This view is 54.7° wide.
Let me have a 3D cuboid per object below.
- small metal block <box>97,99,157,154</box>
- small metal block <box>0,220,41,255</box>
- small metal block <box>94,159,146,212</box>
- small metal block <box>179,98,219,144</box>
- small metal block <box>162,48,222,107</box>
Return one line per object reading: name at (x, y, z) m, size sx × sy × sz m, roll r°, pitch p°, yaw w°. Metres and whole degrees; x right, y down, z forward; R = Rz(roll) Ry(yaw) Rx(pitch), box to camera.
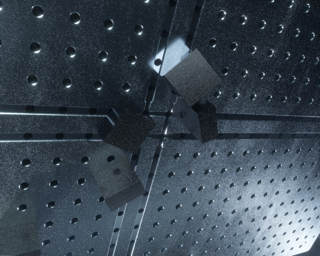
small metal block at (-0.041, -0.001, 0.390) m, size 0.050 × 0.025 × 0.050 m, roll 28°, pitch 103°, yaw -38°
small metal block at (-0.180, 0.148, 0.389) m, size 0.050 × 0.050 × 0.025 m, roll -6°, pitch 121°, yaw -26°
small metal block at (-0.054, 0.075, 0.413) m, size 0.050 × 0.050 × 0.025 m, roll -26°, pitch 128°, yaw -12°
small metal block at (0.052, -0.015, 0.416) m, size 0.025 × 0.050 × 0.050 m, roll -24°, pitch 128°, yaw -14°
small metal block at (0.039, -0.061, 0.382) m, size 0.050 × 0.025 × 0.050 m, roll -40°, pitch 100°, yaw -1°
